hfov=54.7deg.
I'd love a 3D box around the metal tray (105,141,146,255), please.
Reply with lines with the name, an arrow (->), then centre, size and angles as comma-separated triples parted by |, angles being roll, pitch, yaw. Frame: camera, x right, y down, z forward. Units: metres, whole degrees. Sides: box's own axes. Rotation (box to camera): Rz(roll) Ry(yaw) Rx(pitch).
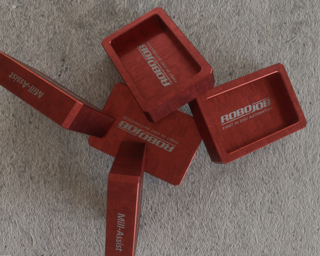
metal tray -> -0.039, 0.091, 0.359 | 0.030, 0.090, 0.129 | 6, 111, 0

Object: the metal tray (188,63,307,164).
metal tray -> 0.112, -0.019, 0.394 | 0.131, 0.030, 0.090 | -22, 90, -15

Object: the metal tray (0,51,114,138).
metal tray -> -0.127, -0.038, 0.362 | 0.130, 0.090, 0.030 | 31, 90, 16

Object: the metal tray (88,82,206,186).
metal tray -> -0.016, 0.008, 0.408 | 0.131, 0.030, 0.090 | 26, 90, -1

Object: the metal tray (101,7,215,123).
metal tray -> -0.005, -0.081, 0.379 | 0.090, 0.030, 0.130 | -31, 61, -1
